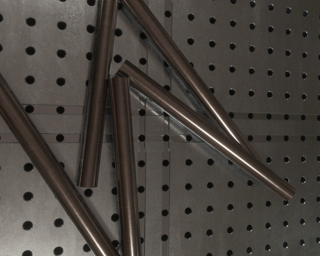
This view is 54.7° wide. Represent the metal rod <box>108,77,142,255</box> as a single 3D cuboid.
[{"bbox_3d":[-0.041,0.088,0.390,0.025,0.025,0.298,-5,95,-20],"label":"metal rod"}]

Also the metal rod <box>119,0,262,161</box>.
[{"bbox_3d":[0.050,-0.058,0.432,0.025,0.025,0.300,-43,104,-15],"label":"metal rod"}]

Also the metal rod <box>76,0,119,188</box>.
[{"bbox_3d":[-0.074,-0.077,0.385,0.025,0.025,0.298,7,88,-20],"label":"metal rod"}]

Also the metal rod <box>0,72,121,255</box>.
[{"bbox_3d":[-0.131,0.044,0.364,0.025,0.025,0.299,-33,101,-17],"label":"metal rod"}]

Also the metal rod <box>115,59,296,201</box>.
[{"bbox_3d":[0.069,0.009,0.424,0.301,0.025,0.025,36,78,-11],"label":"metal rod"}]
